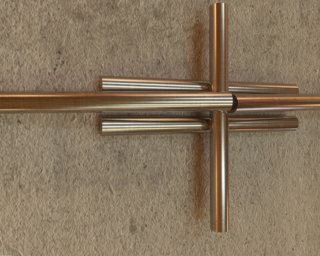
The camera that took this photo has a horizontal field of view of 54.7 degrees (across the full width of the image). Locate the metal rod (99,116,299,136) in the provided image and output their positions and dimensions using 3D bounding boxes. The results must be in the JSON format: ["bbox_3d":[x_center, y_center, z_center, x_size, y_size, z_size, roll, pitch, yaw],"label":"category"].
[{"bbox_3d":[0.068,-0.005,0.436,0.303,0.025,0.025,-1,91,-21],"label":"metal rod"}]

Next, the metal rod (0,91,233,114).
[{"bbox_3d":[-0.062,-0.030,0.361,0.302,0.025,0.025,-1,91,-11],"label":"metal rod"}]

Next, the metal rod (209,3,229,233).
[{"bbox_3d":[0.079,-0.013,0.414,0.025,0.025,0.298,0,90,-20],"label":"metal rod"}]

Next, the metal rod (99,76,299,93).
[{"bbox_3d":[0.068,-0.055,0.436,0.303,0.025,0.025,-1,91,-21],"label":"metal rod"}]

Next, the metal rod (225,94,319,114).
[{"bbox_3d":[0.220,-0.039,0.467,0.303,0.025,0.025,-4,92,-30],"label":"metal rod"}]
